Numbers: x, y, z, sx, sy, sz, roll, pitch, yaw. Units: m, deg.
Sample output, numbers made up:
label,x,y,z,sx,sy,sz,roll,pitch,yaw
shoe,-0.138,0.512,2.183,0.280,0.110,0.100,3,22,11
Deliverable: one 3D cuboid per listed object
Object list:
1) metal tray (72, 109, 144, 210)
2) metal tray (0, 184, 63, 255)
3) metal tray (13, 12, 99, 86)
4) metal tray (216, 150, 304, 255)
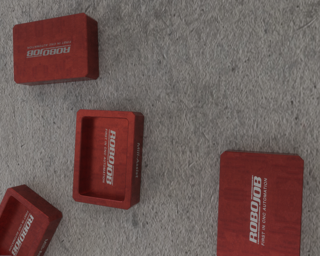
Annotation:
label,x,y,z,sx,sy,sz,roll,pitch,yaw
metal tray,-0.072,0.040,0.431,0.090,0.030,0.129,4,91,19
metal tray,-0.219,0.166,0.483,0.090,0.030,0.129,30,100,17
metal tray,-0.157,-0.114,0.462,0.130,0.030,0.089,-2,89,19
metal tray,0.117,0.093,0.365,0.090,0.030,0.129,2,91,20
